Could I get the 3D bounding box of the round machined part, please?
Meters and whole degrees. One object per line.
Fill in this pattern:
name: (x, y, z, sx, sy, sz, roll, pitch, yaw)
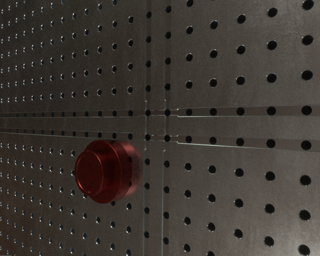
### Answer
round machined part: (-0.093, 0.067, 0.473, 0.098, 0.042, 0.097, 0, 90, 39)
